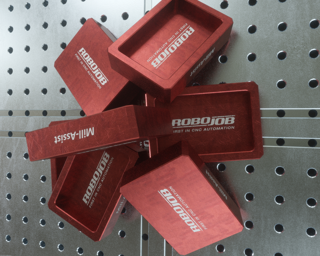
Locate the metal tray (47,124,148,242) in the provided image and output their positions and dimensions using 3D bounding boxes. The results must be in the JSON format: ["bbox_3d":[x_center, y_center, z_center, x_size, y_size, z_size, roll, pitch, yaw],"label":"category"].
[{"bbox_3d":[-0.083,0.069,0.407,0.090,0.030,0.129,28,99,18],"label":"metal tray"}]

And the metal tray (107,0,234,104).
[{"bbox_3d":[0.014,-0.101,0.370,0.090,0.030,0.130,35,68,17],"label":"metal tray"}]

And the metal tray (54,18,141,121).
[{"bbox_3d":[-0.084,-0.078,0.422,0.090,0.030,0.130,-47,60,14],"label":"metal tray"}]

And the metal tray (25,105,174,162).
[{"bbox_3d":[-0.062,0.007,0.332,0.130,0.090,0.030,-13,86,24],"label":"metal tray"}]

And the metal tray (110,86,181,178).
[{"bbox_3d":[-0.022,0.000,0.418,0.090,0.030,0.129,-5,86,18],"label":"metal tray"}]

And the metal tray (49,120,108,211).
[{"bbox_3d":[-0.112,0.052,0.450,0.090,0.030,0.129,-4,88,19],"label":"metal tray"}]

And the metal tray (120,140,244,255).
[{"bbox_3d":[0.027,0.087,0.365,0.090,0.030,0.130,-31,113,18],"label":"metal tray"}]

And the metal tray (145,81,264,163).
[{"bbox_3d":[0.052,-0.005,0.372,0.131,0.030,0.090,-4,89,2],"label":"metal tray"}]
